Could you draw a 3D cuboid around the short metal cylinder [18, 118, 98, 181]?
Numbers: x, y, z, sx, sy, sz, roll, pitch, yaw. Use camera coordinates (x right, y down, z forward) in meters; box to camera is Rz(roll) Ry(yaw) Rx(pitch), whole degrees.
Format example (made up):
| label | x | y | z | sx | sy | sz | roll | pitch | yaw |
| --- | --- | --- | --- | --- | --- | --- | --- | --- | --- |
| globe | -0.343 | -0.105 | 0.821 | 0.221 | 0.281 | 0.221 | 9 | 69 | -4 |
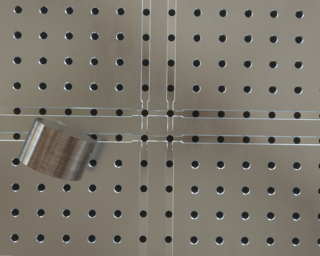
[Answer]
| label | x | y | z | sx | sy | sz | roll | pitch | yaw |
| --- | --- | --- | --- | --- | --- | --- | --- | --- | --- |
| short metal cylinder | -0.125 | 0.026 | 0.385 | 0.080 | 0.080 | 0.050 | 23 | 90 | 0 |
